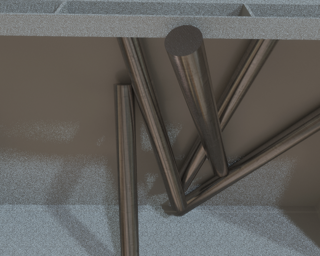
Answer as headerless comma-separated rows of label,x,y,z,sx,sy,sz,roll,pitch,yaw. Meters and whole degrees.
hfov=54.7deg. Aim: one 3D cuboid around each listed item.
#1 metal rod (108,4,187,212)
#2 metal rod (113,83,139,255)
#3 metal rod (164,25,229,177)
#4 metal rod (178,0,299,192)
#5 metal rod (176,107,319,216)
metal rod,-0.005,-0.001,0.391,0.025,0.025,0.298,-11,124,8
metal rod,-0.042,0.092,0.405,0.025,0.025,0.298,0,105,0
metal rod,0.053,0.002,0.332,0.025,0.025,0.300,-13,154,10
metal rod,0.078,-0.015,0.396,0.025,0.025,0.298,14,129,-12
metal rod,0.131,0.053,0.454,0.025,0.025,0.299,34,122,-26
